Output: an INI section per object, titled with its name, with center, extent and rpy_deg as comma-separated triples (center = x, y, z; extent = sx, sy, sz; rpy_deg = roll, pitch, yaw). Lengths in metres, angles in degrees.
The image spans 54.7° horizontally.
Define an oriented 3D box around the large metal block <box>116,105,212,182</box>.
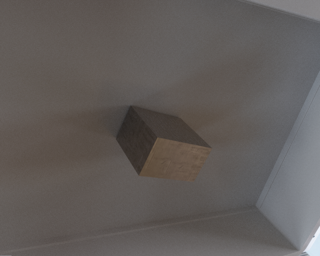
[large metal block]
center = 0.003, 0.019, 0.385
extent = 0.081, 0.080, 0.050
rpy_deg = 13, 112, -34
